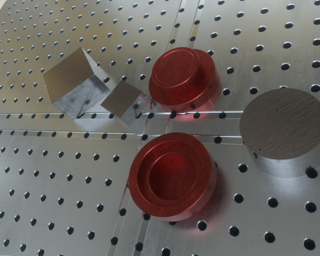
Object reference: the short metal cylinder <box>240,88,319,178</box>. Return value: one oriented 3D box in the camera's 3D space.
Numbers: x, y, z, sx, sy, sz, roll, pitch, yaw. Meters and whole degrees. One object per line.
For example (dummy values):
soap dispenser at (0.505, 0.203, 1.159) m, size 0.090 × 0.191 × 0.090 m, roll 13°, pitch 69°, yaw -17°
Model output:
short metal cylinder at (0.129, 0.006, 0.321) m, size 0.080 × 0.050 × 0.080 m, roll -13°, pitch 56°, yaw 21°

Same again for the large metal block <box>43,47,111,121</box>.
large metal block at (-0.136, -0.073, 0.509) m, size 0.080 × 0.050 × 0.080 m, roll -35°, pitch 51°, yaw 5°

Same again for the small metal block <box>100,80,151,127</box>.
small metal block at (-0.052, -0.037, 0.458) m, size 0.050 × 0.025 × 0.050 m, roll 33°, pitch 80°, yaw 38°

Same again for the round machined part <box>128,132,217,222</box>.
round machined part at (0.017, 0.057, 0.353) m, size 0.098 × 0.042 × 0.098 m, roll -13°, pitch 56°, yaw 21°

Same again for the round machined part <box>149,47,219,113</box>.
round machined part at (0.028, -0.072, 0.427) m, size 0.098 × 0.042 × 0.098 m, roll -13°, pitch 56°, yaw 21°
